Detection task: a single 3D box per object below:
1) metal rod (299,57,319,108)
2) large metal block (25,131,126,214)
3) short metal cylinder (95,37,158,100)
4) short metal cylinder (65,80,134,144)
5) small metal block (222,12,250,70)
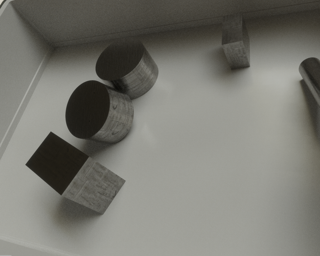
[{"bbox_3d":[0.156,0.015,0.238,0.025,0.025,0.301,-16,31,19],"label":"metal rod"},{"bbox_3d":[-0.104,0.057,0.388,0.080,0.080,0.050,25,75,36],"label":"large metal block"},{"bbox_3d":[-0.049,-0.090,0.469,0.080,0.050,0.080,-13,56,20],"label":"short metal cylinder"},{"bbox_3d":[-0.084,-0.020,0.430,0.080,0.050,0.080,-8,75,31],"label":"short metal cylinder"},{"bbox_3d":[0.100,-0.113,0.406,0.025,0.050,0.050,-7,59,25],"label":"small metal block"}]
